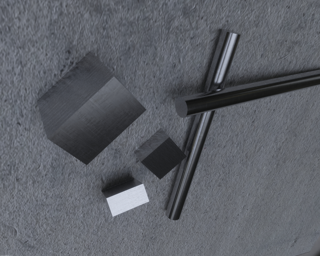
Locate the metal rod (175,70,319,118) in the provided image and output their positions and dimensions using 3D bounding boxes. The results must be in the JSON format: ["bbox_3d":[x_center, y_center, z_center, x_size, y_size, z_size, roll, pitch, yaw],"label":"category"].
[{"bbox_3d":[0.153,-0.056,0.436,0.303,0.025,0.025,-14,125,-29],"label":"metal rod"}]

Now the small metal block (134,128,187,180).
[{"bbox_3d":[0.001,0.037,0.432,0.050,0.025,0.050,-41,130,0],"label":"small metal block"}]

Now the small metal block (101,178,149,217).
[{"bbox_3d":[-0.048,0.092,0.419,0.050,0.050,0.025,-19,95,-18],"label":"small metal block"}]

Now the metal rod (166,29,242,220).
[{"bbox_3d":[0.055,0.012,0.445,0.025,0.025,0.298,0,119,-29],"label":"metal rod"}]

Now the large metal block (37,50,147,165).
[{"bbox_3d":[-0.073,-0.023,0.318,0.080,0.080,0.050,-43,130,1],"label":"large metal block"}]
